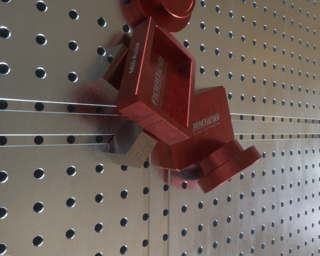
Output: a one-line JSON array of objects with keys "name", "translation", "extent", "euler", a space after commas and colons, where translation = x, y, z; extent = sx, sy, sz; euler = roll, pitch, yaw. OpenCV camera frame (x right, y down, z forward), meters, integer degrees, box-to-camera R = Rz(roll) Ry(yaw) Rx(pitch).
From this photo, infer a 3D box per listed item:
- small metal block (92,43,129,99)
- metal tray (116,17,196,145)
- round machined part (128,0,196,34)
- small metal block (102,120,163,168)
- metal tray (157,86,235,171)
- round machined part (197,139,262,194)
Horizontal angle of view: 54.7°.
[{"name": "small metal block", "translation": [-0.045, -0.063, 0.371], "extent": [0.050, 0.025, 0.050], "euler": [39, 66, -33]}, {"name": "metal tray", "translation": [0.002, -0.056, 0.365], "extent": [0.090, 0.030, 0.130], "euler": [36, 47, -36]}, {"name": "round machined part", "translation": [0.009, -0.174, 0.405], "extent": [0.099, 0.042, 0.097], "euler": [0, 90, -40]}, {"name": "small metal block", "translation": [-0.032, 0.018, 0.366], "extent": [0.025, 0.050, 0.050], "euler": [48, 62, -29]}, {"name": "metal tray", "translation": [0.051, -0.003, 0.448], "extent": [0.131, 0.030, 0.089], "euler": [-22, 104, -38]}, {"name": "round machined part", "translation": [0.095, 0.052, 0.451], "extent": [0.099, 0.097, 0.042], "euler": [-22, 73, -38]}]
